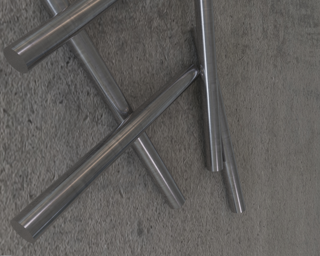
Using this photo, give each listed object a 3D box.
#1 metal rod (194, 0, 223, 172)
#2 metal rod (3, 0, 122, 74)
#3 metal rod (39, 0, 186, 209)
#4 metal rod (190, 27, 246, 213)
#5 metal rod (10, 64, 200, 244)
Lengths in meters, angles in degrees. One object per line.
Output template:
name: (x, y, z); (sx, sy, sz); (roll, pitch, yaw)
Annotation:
metal rod: (0.068, -0.082, 0.439); (0.025, 0.025, 0.298); (-17, 108, -39)
metal rod: (-0.046, -0.155, 0.342); (0.025, 0.025, 0.301); (56, 51, -26)
metal rod: (-0.045, -0.018, 0.367); (0.025, 0.025, 0.299); (-44, 117, -31)
metal rod: (0.093, -0.007, 0.482); (0.025, 0.025, 0.298); (-24, 105, -37)
metal rod: (-0.030, 0.000, 0.340); (0.301, 0.025, 0.025); (-47, 119, -43)
